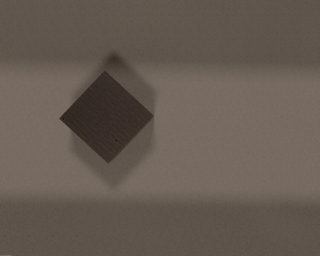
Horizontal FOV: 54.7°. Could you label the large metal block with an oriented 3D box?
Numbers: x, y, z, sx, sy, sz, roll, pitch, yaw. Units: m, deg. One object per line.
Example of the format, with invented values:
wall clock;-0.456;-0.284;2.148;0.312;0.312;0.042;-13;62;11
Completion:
large metal block;-0.065;-0.013;0.398;0.080;0.050;0.080;43;90;-1
